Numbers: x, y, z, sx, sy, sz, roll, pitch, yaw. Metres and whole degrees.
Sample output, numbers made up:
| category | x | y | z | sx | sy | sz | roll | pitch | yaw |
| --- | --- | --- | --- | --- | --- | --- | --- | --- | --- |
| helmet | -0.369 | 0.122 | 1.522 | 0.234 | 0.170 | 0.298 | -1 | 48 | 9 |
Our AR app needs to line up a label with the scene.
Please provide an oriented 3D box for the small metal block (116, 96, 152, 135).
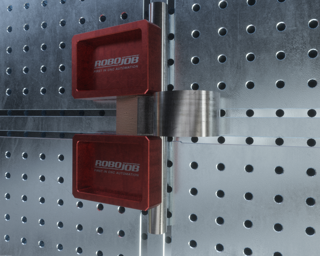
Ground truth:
| category | x | y | z | sx | sy | sz | roll | pitch | yaw |
| --- | --- | --- | --- | --- | --- | --- | --- | --- | --- |
| small metal block | -0.034 | -0.016 | 0.409 | 0.050 | 0.025 | 0.050 | 1 | 91 | 51 |

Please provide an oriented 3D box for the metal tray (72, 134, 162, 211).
| category | x | y | z | sx | sy | sz | roll | pitch | yaw |
| --- | --- | --- | --- | --- | --- | --- | --- | --- | --- |
| metal tray | -0.060 | 0.054 | 0.412 | 0.130 | 0.030 | 0.089 | 1 | 90 | 32 |

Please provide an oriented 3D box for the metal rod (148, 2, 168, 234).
| category | x | y | z | sx | sy | sz | roll | pitch | yaw |
| --- | --- | --- | --- | --- | --- | --- | --- | --- | --- |
| metal rod | -0.003 | -0.013 | 0.409 | 0.025 | 0.025 | 0.298 | 0 | 90 | 20 |

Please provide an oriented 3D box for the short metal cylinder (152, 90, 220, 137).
| category | x | y | z | sx | sy | sz | roll | pitch | yaw |
| --- | --- | --- | --- | --- | --- | --- | --- | --- | --- |
| short metal cylinder | 0.031 | -0.016 | 0.369 | 0.080 | 0.080 | 0.050 | 0 | 90 | 20 |

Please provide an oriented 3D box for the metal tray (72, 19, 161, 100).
| category | x | y | z | sx | sy | sz | roll | pitch | yaw |
| --- | --- | --- | --- | --- | --- | --- | --- | --- | --- |
| metal tray | -0.061 | -0.085 | 0.413 | 0.130 | 0.030 | 0.089 | 0 | 90 | 32 |
